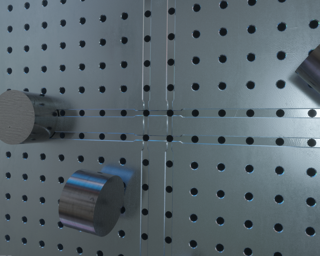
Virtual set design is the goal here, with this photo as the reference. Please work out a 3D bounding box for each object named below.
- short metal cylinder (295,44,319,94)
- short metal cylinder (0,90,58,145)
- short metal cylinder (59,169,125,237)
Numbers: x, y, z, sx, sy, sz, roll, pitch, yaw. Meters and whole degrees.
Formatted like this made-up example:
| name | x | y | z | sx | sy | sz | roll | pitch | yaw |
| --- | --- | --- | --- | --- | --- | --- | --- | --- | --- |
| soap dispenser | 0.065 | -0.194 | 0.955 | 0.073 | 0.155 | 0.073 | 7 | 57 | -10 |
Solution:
| name | x | y | z | sx | sy | sz | roll | pitch | yaw |
| --- | --- | --- | --- | --- | --- | --- | --- | --- | --- |
| short metal cylinder | 0.188 | -0.070 | 0.317 | 0.080 | 0.080 | 0.050 | -46 | 76 | 14 |
| short metal cylinder | -0.205 | -0.016 | 0.472 | 0.080 | 0.050 | 0.079 | 0 | 90 | 20 |
| short metal cylinder | -0.089 | 0.098 | 0.415 | 0.050 | 0.080 | 0.079 | 8 | 93 | 20 |
